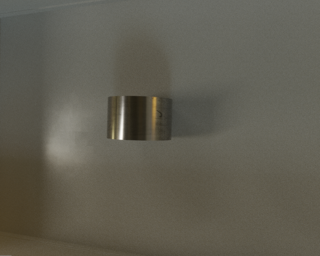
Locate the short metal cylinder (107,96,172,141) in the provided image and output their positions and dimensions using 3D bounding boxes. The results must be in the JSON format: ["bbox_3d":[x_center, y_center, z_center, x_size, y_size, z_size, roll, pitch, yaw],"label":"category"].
[{"bbox_3d":[-0.025,-0.012,0.387,0.080,0.080,0.050,2,91,20],"label":"short metal cylinder"}]
